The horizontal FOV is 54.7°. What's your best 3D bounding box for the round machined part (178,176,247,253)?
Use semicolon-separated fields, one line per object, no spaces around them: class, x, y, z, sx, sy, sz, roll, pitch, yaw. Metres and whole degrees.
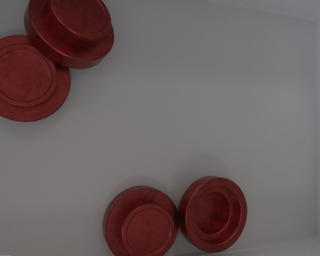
round machined part;0.067;0.114;0.423;0.099;0.042;0.097;0;89;-26

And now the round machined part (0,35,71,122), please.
round machined part;-0.151;-0.056;0.346;0.099;0.042;0.097;0;90;-20

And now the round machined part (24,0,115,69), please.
round machined part;-0.094;-0.119;0.346;0.099;0.042;0.098;17;60;-32

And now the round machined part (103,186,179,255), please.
round machined part;-0.020;0.126;0.394;0.099;0.042;0.097;0;90;-20
